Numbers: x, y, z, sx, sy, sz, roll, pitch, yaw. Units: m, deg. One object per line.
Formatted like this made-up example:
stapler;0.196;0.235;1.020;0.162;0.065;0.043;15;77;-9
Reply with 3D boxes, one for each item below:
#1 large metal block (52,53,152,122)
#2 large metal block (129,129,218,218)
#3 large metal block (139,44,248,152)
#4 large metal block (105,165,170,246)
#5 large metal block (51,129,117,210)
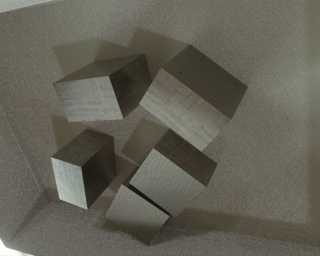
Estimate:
large metal block;-0.064;-0.049;0.375;0.080;0.080;0.050;-2;118;29
large metal block;0.017;0.062;0.421;0.080;0.050;0.079;37;129;3
large metal block;0.038;-0.035;0.330;0.080;0.080;0.050;38;129;2
large metal block;-0.026;0.119;0.475;0.080;0.050;0.079;33;124;6
large metal block;-0.110;0.060;0.466;0.050;0.080;0.079;14;124;20
